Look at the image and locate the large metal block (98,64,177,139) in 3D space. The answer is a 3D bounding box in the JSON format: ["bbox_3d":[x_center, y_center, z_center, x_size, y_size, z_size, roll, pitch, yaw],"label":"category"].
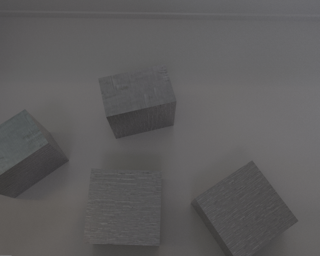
[{"bbox_3d":[-0.026,-0.031,0.391,0.081,0.080,0.050,-13,71,-5],"label":"large metal block"}]

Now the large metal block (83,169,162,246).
[{"bbox_3d":[-0.039,0.093,0.362,0.080,0.050,0.080,2,70,0],"label":"large metal block"}]

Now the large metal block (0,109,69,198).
[{"bbox_3d":[-0.166,0.034,0.367,0.080,0.080,0.050,-36,74,-12],"label":"large metal block"}]

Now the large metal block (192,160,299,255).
[{"bbox_3d":[0.094,0.097,0.361,0.080,0.050,0.080,-31,73,-11],"label":"large metal block"}]
